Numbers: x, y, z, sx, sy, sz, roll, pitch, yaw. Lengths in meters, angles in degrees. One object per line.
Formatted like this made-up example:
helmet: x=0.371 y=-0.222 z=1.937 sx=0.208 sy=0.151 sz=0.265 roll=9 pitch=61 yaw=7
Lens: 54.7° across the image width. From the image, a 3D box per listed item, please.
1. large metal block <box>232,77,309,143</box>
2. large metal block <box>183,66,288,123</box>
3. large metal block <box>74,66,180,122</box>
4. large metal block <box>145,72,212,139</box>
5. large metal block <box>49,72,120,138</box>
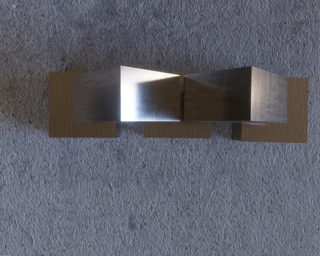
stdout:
large metal block: x=0.140 y=-0.022 z=0.401 sx=0.081 sy=0.050 sz=0.079 roll=2 pitch=90 yaw=-1
large metal block: x=0.082 y=-0.031 z=0.337 sx=0.080 sy=0.081 sz=0.050 roll=1 pitch=90 yaw=44
large metal block: x=-0.035 y=-0.032 z=0.333 sx=0.081 sy=0.080 sz=0.050 roll=-1 pitch=91 yaw=-46
large metal block: x=0.022 y=-0.028 z=0.399 sx=0.081 sy=0.050 sz=0.079 roll=1 pitch=90 yaw=-1
large metal block: x=-0.093 y=-0.028 z=0.398 sx=0.081 sy=0.050 sz=0.079 roll=0 pitch=90 yaw=-1
